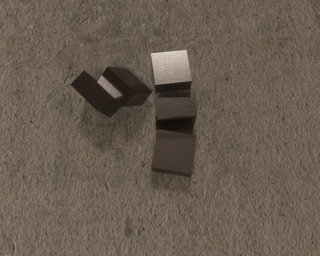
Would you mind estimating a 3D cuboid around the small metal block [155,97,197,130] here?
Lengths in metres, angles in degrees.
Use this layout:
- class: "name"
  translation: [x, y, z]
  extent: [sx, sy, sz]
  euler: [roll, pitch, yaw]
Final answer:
- class: "small metal block"
  translation: [0.020, -0.018, 0.402]
  extent: [0.050, 0.050, 0.025]
  euler: [-1, 70, -1]

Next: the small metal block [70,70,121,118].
- class: "small metal block"
  translation: [-0.082, -0.043, 0.407]
  extent: [0.050, 0.050, 0.025]
  euler: [43, 90, 14]

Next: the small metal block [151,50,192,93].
- class: "small metal block"
  translation: [0.015, -0.080, 0.438]
  extent: [0.050, 0.025, 0.050]
  euler: [-6, 70, -3]

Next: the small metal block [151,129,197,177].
- class: "small metal block"
  translation: [0.018, 0.032, 0.397]
  extent: [0.050, 0.025, 0.050]
  euler: [9, 70, 3]

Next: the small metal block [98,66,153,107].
- class: "small metal block"
  translation: [-0.046, -0.055, 0.412]
  extent: [0.050, 0.050, 0.025]
  euler: [43, 111, 14]
